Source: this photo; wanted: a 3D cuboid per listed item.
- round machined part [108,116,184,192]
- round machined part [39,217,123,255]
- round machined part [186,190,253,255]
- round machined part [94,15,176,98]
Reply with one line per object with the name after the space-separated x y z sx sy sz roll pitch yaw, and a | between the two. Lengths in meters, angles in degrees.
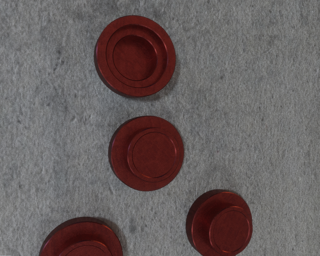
-0.014 0.033 0.396 0.099 0.042 0.097 0 90 -21 | round machined part
-0.092 0.160 0.367 0.099 0.042 0.097 0 90 -21 | round machined part
0.090 0.139 0.435 0.099 0.042 0.097 0 90 -21 | round machined part
-0.033 -0.086 0.388 0.099 0.042 0.097 0 90 -21 | round machined part
